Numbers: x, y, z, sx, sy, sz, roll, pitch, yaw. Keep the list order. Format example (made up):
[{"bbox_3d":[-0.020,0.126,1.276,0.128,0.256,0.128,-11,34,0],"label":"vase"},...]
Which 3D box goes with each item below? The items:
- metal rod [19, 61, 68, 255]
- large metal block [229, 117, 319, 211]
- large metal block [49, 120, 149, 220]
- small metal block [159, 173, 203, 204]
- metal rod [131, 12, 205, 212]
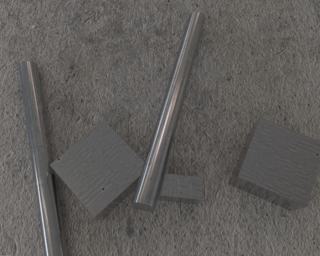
[{"bbox_3d":[-0.147,0.048,0.389,0.025,0.025,0.299,-14,71,-5],"label":"metal rod"},{"bbox_3d":[0.141,0.045,0.380,0.080,0.050,0.080,23,72,8],"label":"large metal block"},{"bbox_3d":[-0.069,0.052,0.376,0.080,0.050,0.080,-42,75,-14],"label":"large metal block"},{"bbox_3d":[0.022,0.073,0.368,0.050,0.050,0.025,6,70,2],"label":"small metal block"},{"bbox_3d":[0.020,-0.043,0.393,0.025,0.025,0.300,14,59,5],"label":"metal rod"}]
